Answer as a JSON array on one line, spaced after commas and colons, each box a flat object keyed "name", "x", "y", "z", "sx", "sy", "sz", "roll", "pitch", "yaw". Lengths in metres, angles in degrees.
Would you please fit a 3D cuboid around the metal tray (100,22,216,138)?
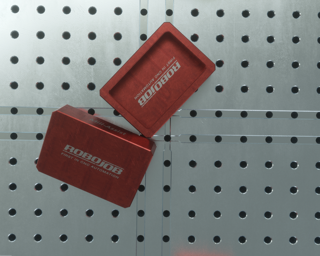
[{"name": "metal tray", "x": -0.003, "y": -0.062, "z": 0.410, "sx": 0.090, "sy": 0.030, "sz": 0.130, "roll": 43, "pitch": 90, "yaw": -1}]

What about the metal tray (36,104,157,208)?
[{"name": "metal tray", "x": -0.081, "y": 0.037, "z": 0.395, "sx": 0.131, "sy": 0.030, "sz": 0.089, "roll": 23, "pitch": 110, "yaw": -1}]
